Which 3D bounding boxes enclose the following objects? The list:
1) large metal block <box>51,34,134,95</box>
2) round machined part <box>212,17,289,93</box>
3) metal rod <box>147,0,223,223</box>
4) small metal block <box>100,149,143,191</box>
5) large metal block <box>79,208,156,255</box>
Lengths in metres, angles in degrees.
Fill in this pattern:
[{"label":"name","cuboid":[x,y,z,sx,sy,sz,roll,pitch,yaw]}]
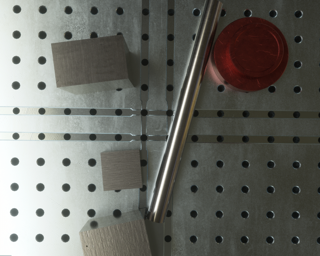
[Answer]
[{"label":"large metal block","cuboid":[-0.078,-0.075,0.385,0.080,0.080,0.050,-7,90,0]},{"label":"round machined part","cuboid":[0.120,-0.097,0.406,0.099,0.042,0.097,0,90,0]},{"label":"metal rod","cuboid":[0.033,-0.022,0.413,0.025,0.025,0.298,15,90,0]},{"label":"small metal block","cuboid":[-0.050,0.055,0.413,0.050,0.025,0.050,-5,90,0]},{"label":"large metal block","cuboid":[-0.051,0.157,0.400,0.080,0.050,0.080,-12,90,0]}]
